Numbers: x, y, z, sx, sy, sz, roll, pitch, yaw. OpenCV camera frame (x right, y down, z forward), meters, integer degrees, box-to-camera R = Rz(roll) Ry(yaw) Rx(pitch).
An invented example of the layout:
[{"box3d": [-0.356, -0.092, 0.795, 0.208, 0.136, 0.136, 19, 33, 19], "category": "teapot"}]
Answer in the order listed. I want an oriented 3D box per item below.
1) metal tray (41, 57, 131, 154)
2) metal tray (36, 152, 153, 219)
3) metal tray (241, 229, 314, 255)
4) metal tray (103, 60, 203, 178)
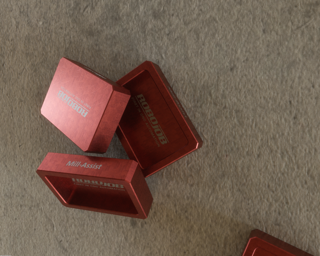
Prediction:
[{"box3d": [-0.105, -0.033, 0.418, 0.130, 0.030, 0.090, 32, 102, 38], "category": "metal tray"}, {"box3d": [-0.083, 0.076, 0.404, 0.130, 0.090, 0.030, 3, 47, 19], "category": "metal tray"}, {"box3d": [0.127, 0.198, 0.361, 0.090, 0.030, 0.129, 23, 97, 18], "category": "metal tray"}, {"box3d": [-0.014, -0.011, 0.410, 0.090, 0.030, 0.130, -32, 80, 16], "category": "metal tray"}]
